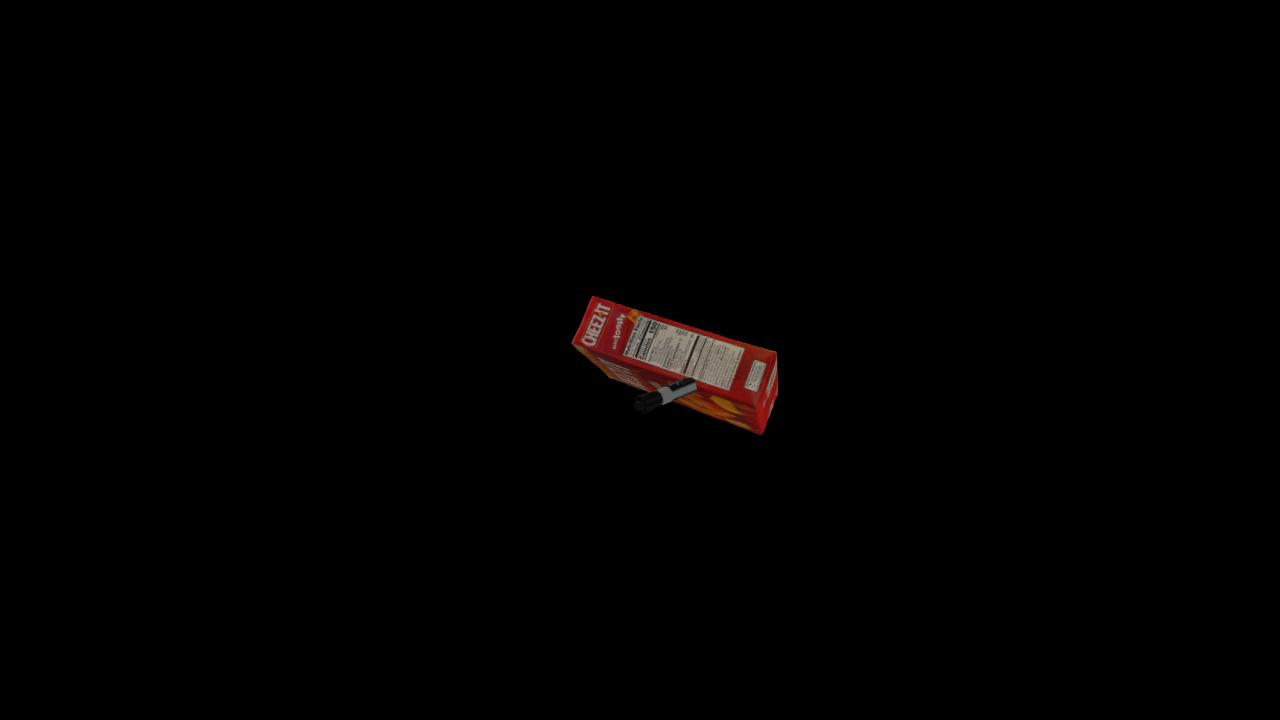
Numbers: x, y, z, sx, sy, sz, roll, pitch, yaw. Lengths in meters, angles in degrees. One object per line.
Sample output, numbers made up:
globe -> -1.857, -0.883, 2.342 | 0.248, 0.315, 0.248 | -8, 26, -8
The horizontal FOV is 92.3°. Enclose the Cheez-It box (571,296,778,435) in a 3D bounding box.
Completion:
Cheez-It box -> 0.049, 0.009, 0.732 | 0.223, 0.071, 0.166 | 20, -11, 18

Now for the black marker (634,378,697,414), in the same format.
black marker -> 0.042, 0.030, 0.638 | 0.121, 0.020, 0.020 | -19, 12, -37
